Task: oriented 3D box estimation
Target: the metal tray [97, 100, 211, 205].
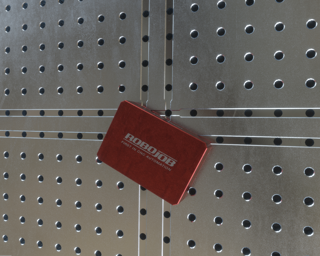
[{"bbox_3d":[-0.010,0.030,0.413,0.130,0.030,0.090,29,99,17],"label":"metal tray"}]
